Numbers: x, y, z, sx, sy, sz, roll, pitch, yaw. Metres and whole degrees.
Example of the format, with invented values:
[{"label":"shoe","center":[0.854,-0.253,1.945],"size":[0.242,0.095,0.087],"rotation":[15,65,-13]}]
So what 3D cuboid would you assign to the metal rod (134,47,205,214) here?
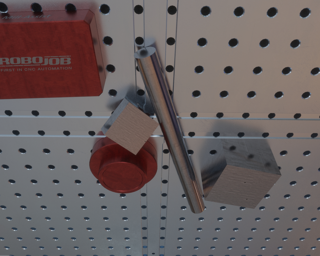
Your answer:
[{"label":"metal rod","center":[0.024,0.026,0.434],"size":[0.025,0.025,0.299],"rotation":[-12,129,10]}]

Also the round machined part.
[{"label":"round machined part","center":[-0.053,0.058,0.449],"size":[0.099,0.042,0.097],"rotation":[-1,130,0]}]

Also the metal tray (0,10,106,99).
[{"label":"metal tray","center":[-0.133,-0.078,0.340],"size":[0.131,0.030,0.089],"rotation":[-2,130,1]}]

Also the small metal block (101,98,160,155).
[{"label":"small metal block","center":[-0.038,-0.002,0.396],"size":[0.050,0.025,0.050],"rotation":[36,92,-27]}]

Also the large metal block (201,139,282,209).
[{"label":"large metal block","center":[0.115,0.069,0.456],"size":[0.081,0.050,0.079],"rotation":[12,129,-11]}]
